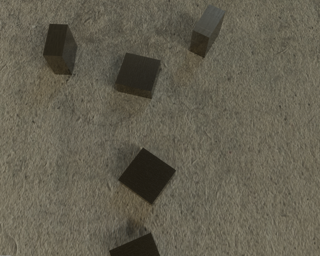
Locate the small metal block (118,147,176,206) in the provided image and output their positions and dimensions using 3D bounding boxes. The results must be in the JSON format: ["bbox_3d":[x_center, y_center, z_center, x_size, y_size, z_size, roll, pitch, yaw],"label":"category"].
[{"bbox_3d":[-0.015,0.061,0.386,0.050,0.025,0.050,34,73,11],"label":"small metal block"}]

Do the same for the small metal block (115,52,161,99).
[{"bbox_3d":[-0.029,-0.073,0.434,0.050,0.025,0.050,14,71,5],"label":"small metal block"}]

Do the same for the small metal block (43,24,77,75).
[{"bbox_3d":[-0.138,-0.109,0.433,0.025,0.050,0.050,3,70,1],"label":"small metal block"}]

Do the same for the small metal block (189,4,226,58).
[{"bbox_3d":[0.067,-0.138,0.446,0.025,0.050,0.050,28,73,10],"label":"small metal block"}]

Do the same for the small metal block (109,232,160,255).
[{"bbox_3d":[-0.024,0.153,0.352,0.050,0.025,0.050,-21,72,-8],"label":"small metal block"}]
